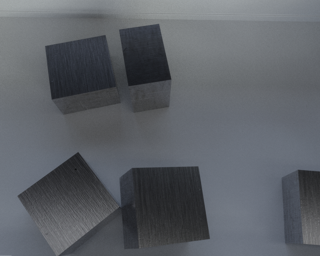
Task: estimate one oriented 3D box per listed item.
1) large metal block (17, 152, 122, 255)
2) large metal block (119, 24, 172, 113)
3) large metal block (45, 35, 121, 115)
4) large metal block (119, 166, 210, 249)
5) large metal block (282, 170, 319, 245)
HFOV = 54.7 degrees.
[{"bbox_3d":[-0.101,0.089,0.363,0.080,0.050,0.080,-37,74,-13],"label":"large metal block"},{"bbox_3d":[-0.019,-0.075,0.408,0.050,0.080,0.080,-10,71,-4],"label":"large metal block"},{"bbox_3d":[-0.103,-0.071,0.421,0.081,0.050,0.080,-12,71,-5],"label":"large metal block"},{"bbox_3d":[0.003,0.089,0.350,0.081,0.050,0.080,2,68,-23],"label":"large metal block"},{"bbox_3d":[0.195,0.097,0.364,0.081,0.050,0.080,5,70,1],"label":"large metal block"}]
